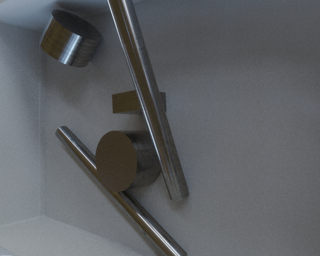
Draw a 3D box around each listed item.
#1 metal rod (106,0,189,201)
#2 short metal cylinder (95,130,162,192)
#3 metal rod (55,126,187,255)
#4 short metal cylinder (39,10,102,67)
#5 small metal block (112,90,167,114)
[{"bbox_3d":[-0.017,-0.051,0.341,0.025,0.025,0.298,-1,114,40],"label":"metal rod"},{"bbox_3d":[-0.043,0.043,0.424,0.080,0.050,0.079,0,90,39],"label":"short metal cylinder"},{"bbox_3d":[-0.074,0.086,0.465,0.300,0.025,0.025,39,114,33],"label":"metal rod"},{"bbox_3d":[-0.139,-0.139,0.483,0.080,0.081,0.050,51,120,27],"label":"short metal cylinder"},{"bbox_3d":[-0.027,-0.033,0.411,0.050,0.050,0.025,-5,87,39],"label":"small metal block"}]
